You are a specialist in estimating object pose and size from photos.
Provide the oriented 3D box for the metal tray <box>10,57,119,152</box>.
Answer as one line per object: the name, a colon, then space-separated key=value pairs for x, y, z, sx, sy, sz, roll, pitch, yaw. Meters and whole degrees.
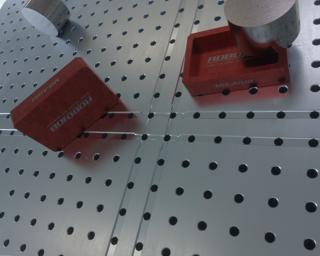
metal tray: x=-0.137 y=-0.031 z=0.457 sx=0.130 sy=0.090 sz=0.030 roll=-39 pitch=51 yaw=1

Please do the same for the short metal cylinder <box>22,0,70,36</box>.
short metal cylinder: x=-0.235 y=-0.237 z=0.642 sx=0.080 sy=0.080 sz=0.050 roll=15 pitch=70 yaw=34

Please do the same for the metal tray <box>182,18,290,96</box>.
metal tray: x=0.099 y=-0.095 z=0.411 sx=0.130 sy=0.030 sz=0.090 roll=-6 pitch=59 yaw=25

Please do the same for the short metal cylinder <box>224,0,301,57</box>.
short metal cylinder: x=0.123 y=-0.133 z=0.370 sx=0.080 sy=0.050 sz=0.080 roll=-13 pitch=56 yaw=21
